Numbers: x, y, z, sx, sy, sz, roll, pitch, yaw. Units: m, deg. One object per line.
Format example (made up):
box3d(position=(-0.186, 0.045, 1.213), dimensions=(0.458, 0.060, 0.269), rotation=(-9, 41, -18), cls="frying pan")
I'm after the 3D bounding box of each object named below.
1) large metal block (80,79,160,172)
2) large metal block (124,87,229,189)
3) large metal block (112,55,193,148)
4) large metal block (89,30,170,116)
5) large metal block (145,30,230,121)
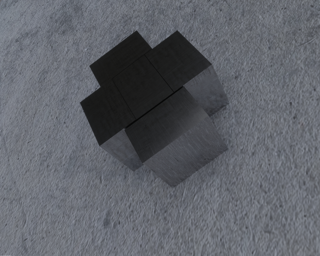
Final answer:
box3d(position=(-0.047, -0.002, 0.395), dimensions=(0.050, 0.080, 0.080), rotation=(-36, 51, 4), cls="large metal block")
box3d(position=(0.021, 0.014, 0.350), dimensions=(0.080, 0.080, 0.050), rotation=(-36, 51, 4), cls="large metal block")
box3d(position=(-0.006, -0.031, 0.392), dimensions=(0.050, 0.080, 0.080), rotation=(-36, 51, 4), cls="large metal block")
box3d(position=(-0.036, -0.073, 0.433), dimensions=(0.080, 0.080, 0.050), rotation=(-36, 51, 4), cls="large metal block")
box3d(position=(0.035, -0.061, 0.389), dimensions=(0.050, 0.080, 0.080), rotation=(-36, 51, 4), cls="large metal block")
